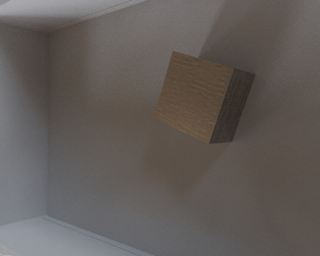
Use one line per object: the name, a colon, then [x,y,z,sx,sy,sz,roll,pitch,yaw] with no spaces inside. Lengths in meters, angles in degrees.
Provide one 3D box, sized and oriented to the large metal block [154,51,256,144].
large metal block: [0.048,-0.035,0.351,0.080,0.050,0.080,26,107,37]
